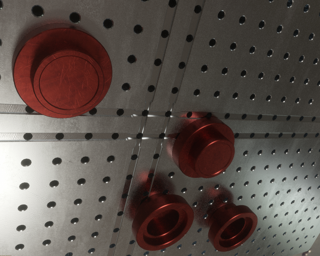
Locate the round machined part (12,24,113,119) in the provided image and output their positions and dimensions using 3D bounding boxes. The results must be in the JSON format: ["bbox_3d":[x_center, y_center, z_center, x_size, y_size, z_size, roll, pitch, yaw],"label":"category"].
[{"bbox_3d":[-0.096,-0.052,0.316,0.099,0.042,0.097,-14,125,-21],"label":"round machined part"}]

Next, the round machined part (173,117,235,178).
[{"bbox_3d":[0.072,0.036,0.464,0.099,0.042,0.097,-14,125,-21],"label":"round machined part"}]

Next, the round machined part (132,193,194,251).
[{"bbox_3d":[0.001,0.143,0.491,0.099,0.042,0.097,-14,125,-21],"label":"round machined part"}]

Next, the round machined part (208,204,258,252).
[{"bbox_3d":[0.133,0.184,0.590,0.099,0.042,0.097,-14,125,-21],"label":"round machined part"}]
